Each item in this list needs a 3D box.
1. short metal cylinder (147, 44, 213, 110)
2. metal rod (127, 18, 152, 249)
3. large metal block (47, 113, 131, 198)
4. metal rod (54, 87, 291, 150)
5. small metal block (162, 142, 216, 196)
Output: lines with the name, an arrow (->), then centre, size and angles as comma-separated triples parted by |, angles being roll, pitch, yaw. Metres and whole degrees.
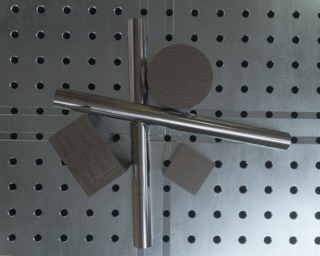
short metal cylinder -> 0.024, -0.062, 0.401 | 0.081, 0.050, 0.079 | 0, 90, -1
metal rod -> -0.027, 0.007, 0.413 | 0.025, 0.025, 0.298 | -2, 90, -1
large metal block -> -0.082, 0.030, 0.384 | 0.050, 0.080, 0.080 | -35, 90, 0
metal rod -> 0.022, -0.009, 0.395 | 0.302, 0.025, 0.025 | 11, 90, -8
small metal block -> 0.038, 0.054, 0.415 | 0.050, 0.025, 0.050 | 33, 90, -1
